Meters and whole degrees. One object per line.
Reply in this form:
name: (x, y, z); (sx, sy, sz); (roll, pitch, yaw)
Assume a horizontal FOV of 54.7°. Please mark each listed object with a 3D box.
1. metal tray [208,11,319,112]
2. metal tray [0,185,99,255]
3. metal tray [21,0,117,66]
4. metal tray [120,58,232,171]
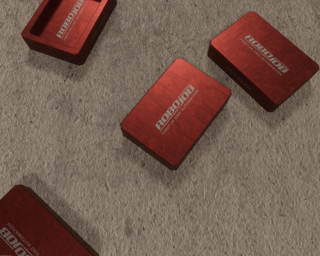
metal tray: (0.144, -0.097, 0.443); (0.090, 0.030, 0.130); (-39, 75, -13)
metal tray: (-0.147, 0.140, 0.353); (0.130, 0.030, 0.090); (39, 74, 12)
metal tray: (-0.132, -0.166, 0.464); (0.090, 0.030, 0.130); (20, 71, 6)
metal tray: (0.022, -0.021, 0.413); (0.090, 0.030, 0.130); (35, 73, 11)
